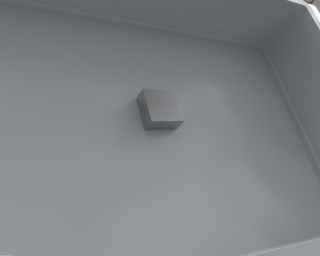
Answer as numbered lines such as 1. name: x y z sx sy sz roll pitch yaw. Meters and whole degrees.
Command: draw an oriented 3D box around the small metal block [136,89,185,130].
1. small metal block: 0.000 -0.025 0.423 0.050 0.025 0.050 -1 62 -29
